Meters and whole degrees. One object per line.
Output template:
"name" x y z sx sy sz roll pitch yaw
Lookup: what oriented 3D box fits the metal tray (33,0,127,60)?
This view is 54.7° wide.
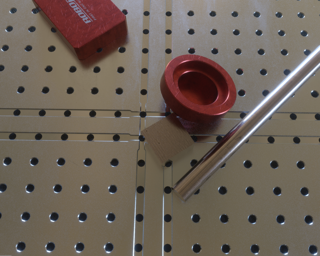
"metal tray" -0.123 -0.177 0.472 0.090 0.030 0.130 -37 75 -13

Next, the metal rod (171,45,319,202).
"metal rod" 0.132 -0.015 0.418 0.301 0.025 0.025 -42 76 -14

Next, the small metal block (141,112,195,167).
"small metal block" 0.010 0.016 0.406 0.050 0.025 0.050 -31 73 -11

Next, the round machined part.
"round machined part" 0.047 -0.047 0.410 0.099 0.042 0.098 9 57 -14
